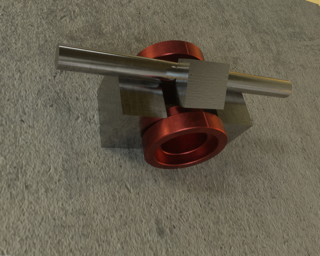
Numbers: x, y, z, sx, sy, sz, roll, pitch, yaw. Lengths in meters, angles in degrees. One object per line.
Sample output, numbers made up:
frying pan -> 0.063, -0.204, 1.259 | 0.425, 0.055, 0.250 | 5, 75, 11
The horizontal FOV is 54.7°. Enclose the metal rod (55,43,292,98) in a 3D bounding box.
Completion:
metal rod -> 0.038, -0.061, 0.360 | 0.302, 0.025, 0.025 | 3, 61, -27

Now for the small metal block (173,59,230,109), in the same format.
small metal block -> 0.045, -0.048, 0.339 | 0.050, 0.025, 0.050 | 1, 102, -26

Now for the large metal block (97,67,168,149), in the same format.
large metal block -> -0.037, -0.028, 0.367 | 0.050, 0.080, 0.080 | 4, 60, -26

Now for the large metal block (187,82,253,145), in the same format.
large metal block -> 0.069, -0.021, 0.420 | 0.050, 0.080, 0.080 | 4, 60, -27

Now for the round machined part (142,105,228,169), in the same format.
round machined part -> 0.027, 0.008, 0.367 | 0.099, 0.097, 0.042 | 4, 55, -26

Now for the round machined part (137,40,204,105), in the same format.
round machined part -> 0.013, -0.065, 0.405 | 0.099, 0.097, 0.042 | 4, 61, -27
